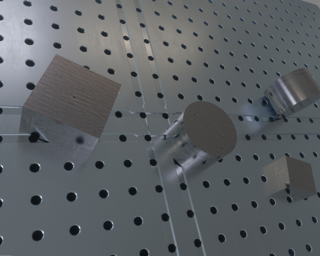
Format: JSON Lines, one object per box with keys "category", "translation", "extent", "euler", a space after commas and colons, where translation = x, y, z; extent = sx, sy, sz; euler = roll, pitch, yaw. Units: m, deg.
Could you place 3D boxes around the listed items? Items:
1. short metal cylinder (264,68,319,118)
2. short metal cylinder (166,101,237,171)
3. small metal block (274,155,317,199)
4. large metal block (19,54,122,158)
{"category": "short metal cylinder", "translation": [0.228, -0.058, 0.531], "extent": [0.081, 0.080, 0.050], "euler": [-13, 69, -33]}
{"category": "short metal cylinder", "translation": [0.055, 0.011, 0.415], "extent": [0.081, 0.050, 0.080], "euler": [14, 56, -21]}
{"category": "small metal block", "translation": [0.206, 0.075, 0.473], "extent": [0.050, 0.025, 0.050], "euler": [18, 55, -18]}
{"category": "large metal block", "translation": [-0.100, -0.024, 0.353], "extent": [0.080, 0.050, 0.080], "euler": [25, 53, -13]}
